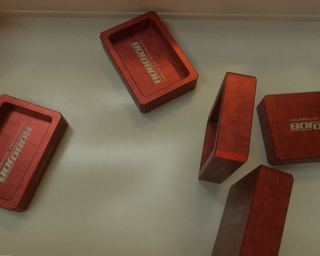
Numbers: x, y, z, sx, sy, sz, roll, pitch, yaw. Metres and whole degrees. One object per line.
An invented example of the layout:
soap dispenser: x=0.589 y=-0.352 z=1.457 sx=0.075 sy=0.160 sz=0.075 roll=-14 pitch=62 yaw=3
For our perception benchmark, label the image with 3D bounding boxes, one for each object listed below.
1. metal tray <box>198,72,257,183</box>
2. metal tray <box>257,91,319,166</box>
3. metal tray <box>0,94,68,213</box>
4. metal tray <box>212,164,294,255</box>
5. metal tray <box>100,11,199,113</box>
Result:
metal tray: x=0.072 y=0.007 z=0.352 sx=0.030 sy=0.130 sz=0.090 roll=11 pitch=71 yaw=4
metal tray: x=0.204 y=-0.002 z=0.410 sx=0.131 sy=0.030 sz=0.090 roll=-4 pitch=70 yaw=-2
metal tray: x=-0.188 y=0.030 z=0.393 sx=0.090 sy=0.030 sz=0.130 roll=18 pitch=71 yaw=6
metal tray: x=0.090 y=0.097 z=0.320 sx=0.030 sy=0.130 sz=0.090 roll=19 pitch=71 yaw=6
metal tray: x=-0.017 y=-0.096 z=0.441 sx=0.090 sy=0.030 sz=0.130 roll=-28 pitch=73 yaw=-10
